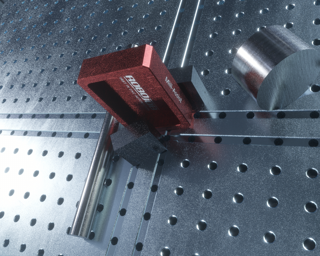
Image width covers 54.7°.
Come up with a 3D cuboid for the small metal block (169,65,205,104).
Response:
[{"bbox_3d":[0.027,-0.054,0.411,0.050,0.050,0.025,-6,60,25],"label":"small metal block"}]

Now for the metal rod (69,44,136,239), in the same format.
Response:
[{"bbox_3d":[-0.071,0.001,0.444,0.025,0.025,0.300,-3,60,27],"label":"metal rod"}]

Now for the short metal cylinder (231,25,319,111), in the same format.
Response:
[{"bbox_3d":[0.128,-0.066,0.346,0.080,0.080,0.050,-34,51,5],"label":"short metal cylinder"}]

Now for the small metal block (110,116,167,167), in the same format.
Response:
[{"bbox_3d":[-0.027,0.018,0.395,0.050,0.050,0.025,-29,52,10],"label":"small metal block"}]

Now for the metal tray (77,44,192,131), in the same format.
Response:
[{"bbox_3d":[-0.025,-0.039,0.378,0.090,0.130,0.030,-7,59,25],"label":"metal tray"}]
